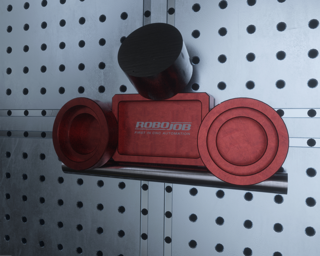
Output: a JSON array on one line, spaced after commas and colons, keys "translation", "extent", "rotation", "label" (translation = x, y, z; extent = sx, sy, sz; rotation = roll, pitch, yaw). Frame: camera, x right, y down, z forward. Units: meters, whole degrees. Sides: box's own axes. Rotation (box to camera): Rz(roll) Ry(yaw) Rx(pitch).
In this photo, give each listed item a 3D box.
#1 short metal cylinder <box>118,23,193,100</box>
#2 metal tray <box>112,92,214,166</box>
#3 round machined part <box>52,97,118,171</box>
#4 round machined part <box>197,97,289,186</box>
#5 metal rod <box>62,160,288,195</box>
[{"translation": [-0.005, -0.081, 0.381], "extent": [0.080, 0.050, 0.080], "rotation": [-8, 61, 15], "label": "short metal cylinder"}, {"translation": [0.002, 0.000, 0.404], "extent": [0.130, 0.030, 0.089], "rotation": [1, 91, 19], "label": "metal tray"}, {"translation": [-0.098, 0.008, 0.429], "extent": [0.098, 0.042, 0.097], "rotation": [-1, 87, 28], "label": "round machined part"}, {"translation": [0.094, 0.015, 0.361], "extent": [0.098, 0.042, 0.097], "rotation": [0, 88, 12], "label": "round machined part"}, {"translation": [0.005, 0.059, 0.406], "extent": [0.301, 0.025, 0.025], "rotation": [2, 91, 19], "label": "metal rod"}]
